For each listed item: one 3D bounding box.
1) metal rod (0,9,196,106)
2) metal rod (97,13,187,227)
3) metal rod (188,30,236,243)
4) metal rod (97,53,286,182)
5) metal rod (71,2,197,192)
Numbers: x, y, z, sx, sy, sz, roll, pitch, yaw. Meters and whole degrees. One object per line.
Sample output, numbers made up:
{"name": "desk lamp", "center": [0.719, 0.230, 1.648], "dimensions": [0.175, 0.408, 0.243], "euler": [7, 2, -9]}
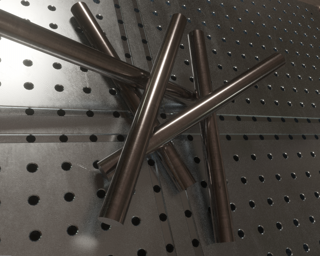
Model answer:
{"name": "metal rod", "center": [-0.060, -0.074, 0.376], "dimensions": [0.302, 0.025, 0.025], "euler": [17, 54, -37]}
{"name": "metal rod", "center": [-0.010, -0.034, 0.369], "dimensions": [0.025, 0.025, 0.300], "euler": [25, 57, -13]}
{"name": "metal rod", "center": [0.066, -0.003, 0.422], "dimensions": [0.025, 0.025, 0.299], "euler": [6, 67, -26]}
{"name": "metal rod", "center": [0.055, -0.025, 0.399], "dimensions": [0.302, 0.025, 0.025], "euler": [-32, 80, -22]}
{"name": "metal rod", "center": [-0.042, -0.051, 0.417], "dimensions": [0.025, 0.025, 0.299], "euler": [-22, 74, -36]}
